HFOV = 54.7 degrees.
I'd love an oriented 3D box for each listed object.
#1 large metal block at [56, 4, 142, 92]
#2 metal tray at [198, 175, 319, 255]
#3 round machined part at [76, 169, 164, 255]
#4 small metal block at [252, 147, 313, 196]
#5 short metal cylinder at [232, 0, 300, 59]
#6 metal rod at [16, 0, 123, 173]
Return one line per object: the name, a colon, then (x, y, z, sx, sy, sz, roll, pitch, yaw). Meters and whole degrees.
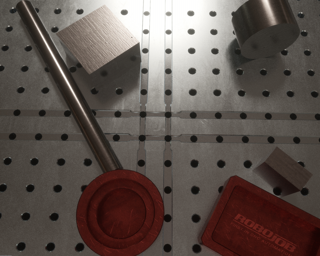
large metal block: (-0.084, -0.113, 0.439, 0.080, 0.050, 0.080, -37, 74, -13)
metal tray: (0.123, 0.126, 0.364, 0.130, 0.030, 0.090, 28, 72, 9)
round machined part: (-0.044, 0.101, 0.365, 0.099, 0.042, 0.098, 0, 70, -1)
small metal block: (0.148, 0.055, 0.380, 0.050, 0.050, 0.025, 40, 75, 13)
short metal cylinder: (0.147, -0.141, 0.436, 0.081, 0.080, 0.050, -10, 71, -4)
metal rod: (-0.133, -0.065, 0.433, 0.025, 0.025, 0.299, -29, 73, -10)
